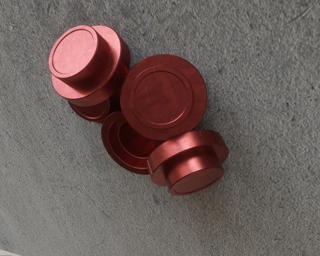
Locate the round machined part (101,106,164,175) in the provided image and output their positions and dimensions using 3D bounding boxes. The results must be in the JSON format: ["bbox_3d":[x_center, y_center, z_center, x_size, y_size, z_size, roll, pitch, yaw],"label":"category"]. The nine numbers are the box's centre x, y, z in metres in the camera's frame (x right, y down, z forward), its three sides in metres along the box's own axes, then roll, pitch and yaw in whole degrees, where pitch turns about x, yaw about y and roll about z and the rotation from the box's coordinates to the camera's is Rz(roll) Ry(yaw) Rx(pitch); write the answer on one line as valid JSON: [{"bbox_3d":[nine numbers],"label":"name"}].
[{"bbox_3d":[-0.026,0.011,0.416,0.098,0.042,0.097,13,124,20],"label":"round machined part"}]

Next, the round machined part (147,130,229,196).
[{"bbox_3d":[0.037,0.047,0.370,0.097,0.099,0.042,-50,48,39],"label":"round machined part"}]

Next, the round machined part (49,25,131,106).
[{"bbox_3d":[-0.087,-0.078,0.356,0.098,0.098,0.042,1,160,27],"label":"round machined part"}]

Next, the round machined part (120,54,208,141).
[{"bbox_3d":[0.003,-0.034,0.345,0.099,0.042,0.097,1,95,7],"label":"round machined part"}]

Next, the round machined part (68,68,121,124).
[{"bbox_3d":[-0.086,-0.047,0.413,0.098,0.042,0.097,13,124,20],"label":"round machined part"}]
